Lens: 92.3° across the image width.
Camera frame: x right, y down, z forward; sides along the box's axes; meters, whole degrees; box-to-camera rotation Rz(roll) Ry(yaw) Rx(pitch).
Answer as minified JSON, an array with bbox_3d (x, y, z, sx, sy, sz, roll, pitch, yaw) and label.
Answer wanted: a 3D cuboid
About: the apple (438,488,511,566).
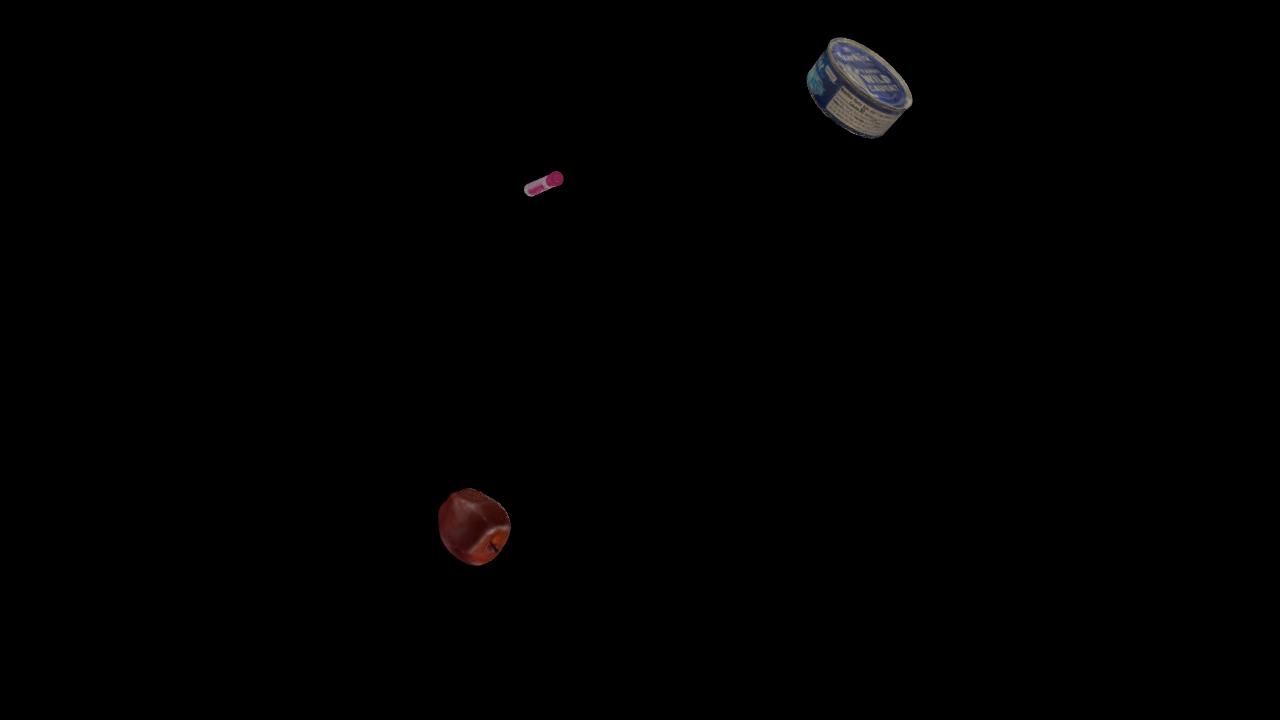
[{"bbox_3d":[-0.197,0.197,0.727,0.093,0.079,0.079,35,19,30],"label":"apple"}]

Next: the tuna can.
[{"bbox_3d":[0.180,-0.224,0.508,0.084,0.084,0.034,0,-30,-29],"label":"tuna can"}]

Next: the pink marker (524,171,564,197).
[{"bbox_3d":[-0.133,-0.241,0.845,0.020,0.020,0.121,0,7,-28],"label":"pink marker"}]
